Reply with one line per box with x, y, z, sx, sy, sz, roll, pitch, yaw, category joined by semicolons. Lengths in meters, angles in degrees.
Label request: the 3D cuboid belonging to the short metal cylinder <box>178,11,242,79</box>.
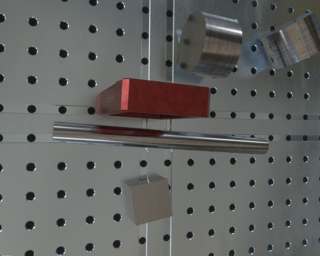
0.063;-0.107;0.406;0.050;0.080;0.080;5;89;-20;short metal cylinder

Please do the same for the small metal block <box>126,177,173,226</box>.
-0.014;0.095;0.408;0.050;0.025;0.050;-9;93;-20;small metal block

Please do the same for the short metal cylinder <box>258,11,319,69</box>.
0.194;-0.128;0.455;0.080;0.080;0.050;-32;101;-17;short metal cylinder

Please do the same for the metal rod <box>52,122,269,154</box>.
0.015;0.016;0.418;0.302;0.025;0.025;5;89;-20;metal rod

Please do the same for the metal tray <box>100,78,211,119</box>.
-0.013;-0.028;0.352;0.091;0.130;0.030;3;89;-20;metal tray
